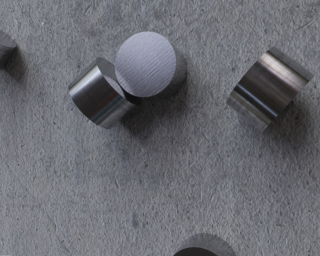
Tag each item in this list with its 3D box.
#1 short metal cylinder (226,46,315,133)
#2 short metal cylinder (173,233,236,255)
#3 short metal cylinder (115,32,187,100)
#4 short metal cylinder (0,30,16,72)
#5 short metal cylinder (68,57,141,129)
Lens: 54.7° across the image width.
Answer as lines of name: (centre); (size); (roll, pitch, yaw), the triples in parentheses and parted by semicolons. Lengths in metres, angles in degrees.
short metal cylinder: (0.119, -0.041, 0.338); (0.050, 0.080, 0.080); (43, 103, 15)
short metal cylinder: (0.053, 0.176, 0.377); (0.080, 0.050, 0.080); (0, 90, 20)
short metal cylinder: (-0.010, -0.077, 0.399); (0.080, 0.050, 0.080); (0, 90, 20)
short metal cylinder: (-0.273, -0.129, 0.476); (0.080, 0.080, 0.050); (42, 103, 15)
short metal cylinder: (-0.071, -0.045, 0.405); (0.050, 0.080, 0.080); (-39, 78, 16)
